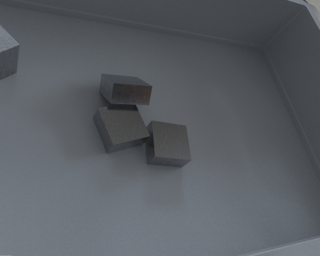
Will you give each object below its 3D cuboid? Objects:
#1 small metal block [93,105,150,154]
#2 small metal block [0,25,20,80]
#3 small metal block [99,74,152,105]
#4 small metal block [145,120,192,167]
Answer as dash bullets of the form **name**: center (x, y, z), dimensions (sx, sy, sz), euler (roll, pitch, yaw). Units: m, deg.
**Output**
- **small metal block**: center (-0.048, -0.001, 0.382), dimensions (0.050, 0.025, 0.050), euler (-13, 69, -34)
- **small metal block**: center (-0.186, -0.089, 0.344), dimensions (0.050, 0.050, 0.025), euler (45, 51, 3)
- **small metal block**: center (-0.045, -0.049, 0.396), dimensions (0.050, 0.025, 0.050), euler (1, 21, -28)
- **small metal block**: center (0.009, 0.021, 0.399), dimensions (0.050, 0.025, 0.050), euler (8, 58, -24)
